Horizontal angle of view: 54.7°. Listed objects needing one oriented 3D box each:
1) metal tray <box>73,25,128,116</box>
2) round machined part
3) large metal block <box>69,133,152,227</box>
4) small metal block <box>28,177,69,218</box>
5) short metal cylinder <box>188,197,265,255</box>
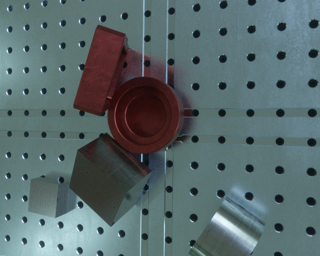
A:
[{"bbox_3d":[-0.067,-0.068,0.380,0.030,0.130,0.089,18,97,-7],"label":"metal tray"},{"bbox_3d":[-0.015,-0.016,0.408,0.098,0.042,0.097,0,89,19],"label":"round machined part"},{"bbox_3d":[-0.067,0.067,0.405,0.080,0.050,0.079,38,132,16],"label":"large metal block"},{"bbox_3d":[-0.170,0.105,0.473,0.050,0.025,0.050,7,92,19],"label":"small metal block"},{"bbox_3d":[0.076,0.126,0.356,0.050,0.080,0.080,34,101,17],"label":"short metal cylinder"}]
